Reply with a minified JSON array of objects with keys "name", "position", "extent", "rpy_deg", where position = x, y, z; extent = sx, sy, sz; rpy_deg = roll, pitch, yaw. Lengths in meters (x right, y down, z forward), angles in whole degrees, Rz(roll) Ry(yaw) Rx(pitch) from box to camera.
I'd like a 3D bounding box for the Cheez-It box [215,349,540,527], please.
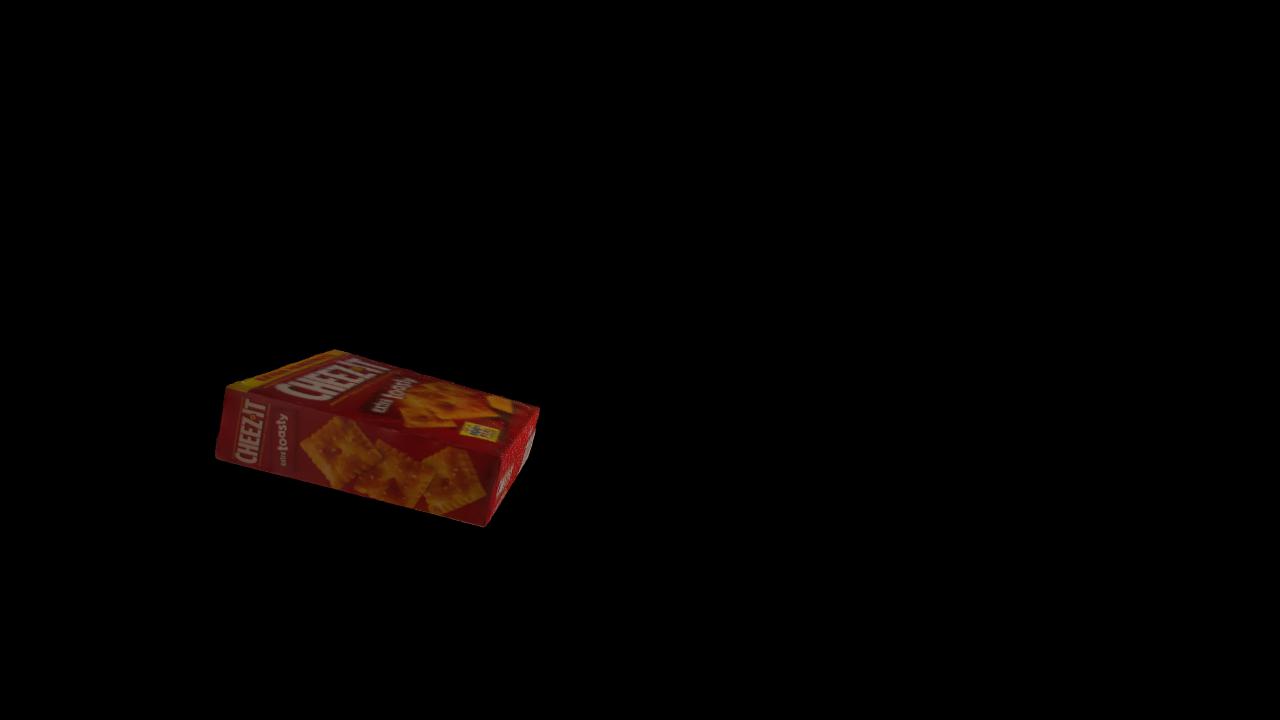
[{"name":"Cheez-It box","position":[-0.216,0.061,0.554],"extent":[0.223,0.071,0.166],"rpy_deg":[15,10,-1]}]
